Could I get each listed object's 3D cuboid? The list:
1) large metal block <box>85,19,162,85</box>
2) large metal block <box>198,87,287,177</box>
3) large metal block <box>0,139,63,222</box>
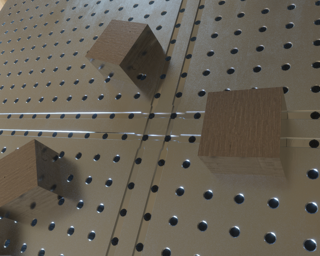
[{"bbox_3d":[-0.059,-0.124,0.500,0.080,0.050,0.080,21,73,36],"label":"large metal block"},{"bbox_3d":[0.093,0.005,0.341,0.080,0.050,0.080,-1,61,27],"label":"large metal block"},{"bbox_3d":[-0.193,0.076,0.449,0.080,0.050,0.080,-29,52,9],"label":"large metal block"}]
